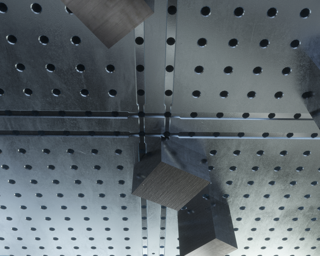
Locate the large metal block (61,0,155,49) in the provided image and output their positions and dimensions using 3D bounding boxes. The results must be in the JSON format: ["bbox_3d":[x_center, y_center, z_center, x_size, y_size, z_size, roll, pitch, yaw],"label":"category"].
[{"bbox_3d":[-0.050,-0.129,0.265,0.050,0.080,0.080,-31,124,23],"label":"large metal block"}]

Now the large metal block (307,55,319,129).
[{"bbox_3d":[0.224,-0.045,0.360,0.080,0.050,0.080,-12,129,9],"label":"large metal block"}]

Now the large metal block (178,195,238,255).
[{"bbox_3d":[0.077,0.176,0.527,0.050,0.080,0.080,33,123,-25],"label":"large metal block"}]

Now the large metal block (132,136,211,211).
[{"bbox_3d":[0.015,0.069,0.454,0.080,0.050,0.080,25,126,-21],"label":"large metal block"}]
